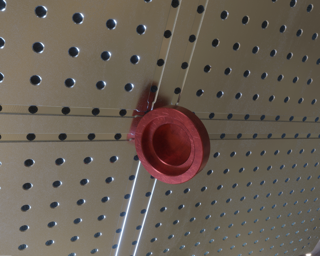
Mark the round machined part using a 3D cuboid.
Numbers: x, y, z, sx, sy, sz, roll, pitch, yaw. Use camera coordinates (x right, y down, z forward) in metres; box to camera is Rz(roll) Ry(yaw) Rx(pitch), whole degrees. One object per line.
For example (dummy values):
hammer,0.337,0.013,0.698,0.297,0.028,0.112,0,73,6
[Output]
round machined part,0.020,0.019,0.398,0.042,0.098,0.097,-21,134,-56
